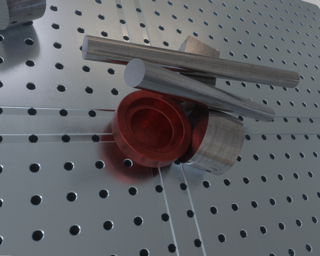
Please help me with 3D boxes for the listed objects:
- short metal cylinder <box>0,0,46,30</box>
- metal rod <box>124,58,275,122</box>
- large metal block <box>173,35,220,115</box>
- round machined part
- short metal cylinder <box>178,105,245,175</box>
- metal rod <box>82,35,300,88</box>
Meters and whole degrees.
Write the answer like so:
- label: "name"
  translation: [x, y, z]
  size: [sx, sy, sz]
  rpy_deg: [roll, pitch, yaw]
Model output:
- label: "short metal cylinder"
  translation: [-0.185, -0.166, 0.374]
  size: [0.080, 0.080, 0.050]
  rpy_deg: [47, 51, 4]
- label: "metal rod"
  translation: [0.075, -0.034, 0.378]
  size: [0.302, 0.025, 0.025]
  rpy_deg: [8, 56, -50]
- label: "large metal block"
  translation: [0.036, -0.066, 0.433]
  size: [0.050, 0.080, 0.080]
  rpy_deg: [24, 53, -14]
- label: "round machined part"
  translation: [-0.013, 0.004, 0.387]
  size: [0.099, 0.042, 0.098]
  rpy_deg: [14, 56, -21]
- label: "short metal cylinder"
  translation: [0.063, 0.015, 0.397]
  size: [0.050, 0.080, 0.080]
  rpy_deg: [21, 54, -16]
- label: "metal rod"
  translation: [0.058, -0.076, 0.382]
  size: [0.302, 0.025, 0.025]
  rpy_deg: [2, 61, -27]
